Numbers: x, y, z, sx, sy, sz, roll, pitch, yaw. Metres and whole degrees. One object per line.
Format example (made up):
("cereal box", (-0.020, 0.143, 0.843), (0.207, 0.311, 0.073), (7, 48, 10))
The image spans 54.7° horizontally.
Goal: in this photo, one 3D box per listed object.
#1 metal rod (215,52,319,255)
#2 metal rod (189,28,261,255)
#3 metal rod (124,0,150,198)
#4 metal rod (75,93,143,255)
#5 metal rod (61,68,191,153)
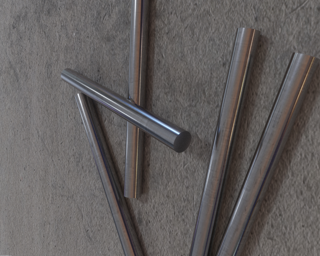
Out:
("metal rod", (0.096, 0.071, 0.325), (0.025, 0.025, 0.298), (27, 107, 37))
("metal rod", (0.067, 0.042, 0.349), (0.025, 0.025, 0.298), (17, 101, 38))
("metal rod", (-0.032, -0.053, 0.431), (0.025, 0.025, 0.298), (4, 93, 40))
("metal rod", (-0.075, 0.080, 0.467), (0.025, 0.025, 0.299), (-34, 69, 35))
("metal rod", (-0.068, -0.038, 0.432), (0.300, 0.025, 0.025), (30, 109, 45))
